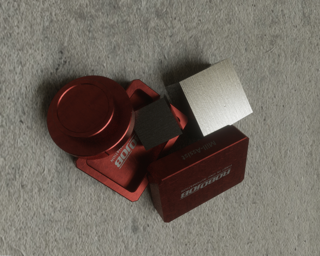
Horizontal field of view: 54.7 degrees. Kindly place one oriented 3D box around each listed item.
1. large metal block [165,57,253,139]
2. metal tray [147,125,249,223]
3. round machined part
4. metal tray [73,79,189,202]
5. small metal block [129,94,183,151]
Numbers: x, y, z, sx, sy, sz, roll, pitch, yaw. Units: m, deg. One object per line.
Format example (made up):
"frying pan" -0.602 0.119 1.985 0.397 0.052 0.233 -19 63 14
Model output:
"large metal block" 0.066 -0.039 0.421 0.080 0.050 0.080 -28 100 -18
"metal tray" 0.052 0.060 0.402 0.131 0.030 0.089 -24 134 -18
"round machined part" -0.080 -0.016 0.349 0.099 0.042 0.098 -1 73 5
"metal tray" -0.035 0.015 0.394 0.090 0.030 0.130 37 78 -17
"small metal block" -0.006 -0.007 0.384 0.050 0.025 0.050 -26 102 10
